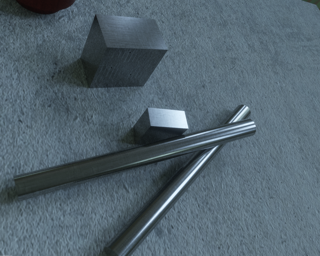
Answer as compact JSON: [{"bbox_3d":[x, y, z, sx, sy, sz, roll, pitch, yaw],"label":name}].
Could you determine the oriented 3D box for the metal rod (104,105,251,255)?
[{"bbox_3d":[0.044,0.050,0.398,0.025,0.025,0.302,47,51,4],"label":"metal rod"}]

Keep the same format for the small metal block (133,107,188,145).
[{"bbox_3d":[-0.001,0.000,0.389,0.050,0.050,0.025,4,60,-27],"label":"small metal block"}]

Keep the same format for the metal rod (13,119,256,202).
[{"bbox_3d":[-0.006,0.029,0.364,0.303,0.025,0.025,-13,68,-27],"label":"metal rod"}]

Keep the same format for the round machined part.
[{"bbox_3d":[-0.164,-0.196,0.425,0.099,0.042,0.098,14,56,-21],"label":"round machined part"}]

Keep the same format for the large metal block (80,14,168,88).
[{"bbox_3d":[-0.049,-0.096,0.402,0.081,0.080,0.050,-7,65,-32],"label":"large metal block"}]
